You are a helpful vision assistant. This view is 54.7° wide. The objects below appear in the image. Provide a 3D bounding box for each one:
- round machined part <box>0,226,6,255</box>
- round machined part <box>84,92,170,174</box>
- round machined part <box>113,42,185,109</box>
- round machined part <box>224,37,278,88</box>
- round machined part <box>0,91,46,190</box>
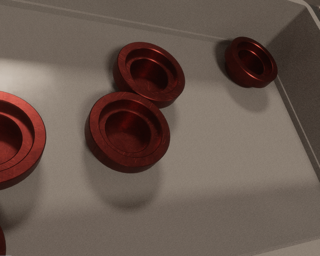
[{"bbox_3d":[-0.172,0.097,0.226,0.098,0.042,0.098,35,24,-18],"label":"round machined part"},{"bbox_3d":[-0.041,0.009,0.369,0.099,0.042,0.098,14,56,-21],"label":"round machined part"},{"bbox_3d":[-0.018,-0.068,0.428,0.099,0.042,0.098,14,56,-21],"label":"round machined part"},{"bbox_3d":[0.155,-0.110,0.548,0.099,0.042,0.098,14,56,-21],"label":"round machined part"},{"bbox_3d":[-0.164,0.015,0.297,0.099,0.042,0.098,14,56,-21],"label":"round machined part"}]
